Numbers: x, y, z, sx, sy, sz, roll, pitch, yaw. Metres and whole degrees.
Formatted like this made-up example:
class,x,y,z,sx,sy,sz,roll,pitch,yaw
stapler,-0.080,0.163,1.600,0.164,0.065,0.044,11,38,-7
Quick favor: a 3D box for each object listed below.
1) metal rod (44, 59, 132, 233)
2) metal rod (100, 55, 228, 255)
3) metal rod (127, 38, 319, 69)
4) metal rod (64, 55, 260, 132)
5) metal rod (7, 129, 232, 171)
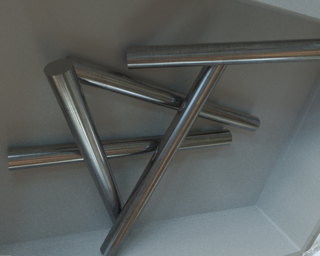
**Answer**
class,x,y,z,sx,sy,sz,roll,pitch,yaw
metal rod,-0.071,0.052,0.371,0.025,0.025,0.298,-24,137,-14
metal rod,0.000,0.043,0.398,0.025,0.025,0.298,21,104,-36
metal rod,0.115,-0.084,0.343,0.302,0.025,0.025,-2,123,1
metal rod,0.025,-0.034,0.402,0.302,0.025,0.025,13,112,-34
metal rod,-0.032,0.025,0.407,0.303,0.025,0.025,-4,121,-27
